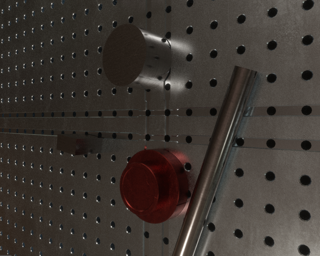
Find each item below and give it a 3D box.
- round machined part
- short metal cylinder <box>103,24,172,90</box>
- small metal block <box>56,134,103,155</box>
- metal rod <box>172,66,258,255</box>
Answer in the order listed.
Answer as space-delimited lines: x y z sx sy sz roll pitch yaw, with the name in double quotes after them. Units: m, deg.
-0.015 0.077 0.409 0.098 0.042 0.097 0 90 39 "round machined part"
-0.031 -0.094 0.417 0.080 0.050 0.079 0 90 39 "short metal cylinder"
-0.129 0.025 0.496 0.050 0.050 0.025 10 96 39 "small metal block"
0.052 0.076 0.364 0.025 0.025 0.298 26 106 36 "metal rod"
